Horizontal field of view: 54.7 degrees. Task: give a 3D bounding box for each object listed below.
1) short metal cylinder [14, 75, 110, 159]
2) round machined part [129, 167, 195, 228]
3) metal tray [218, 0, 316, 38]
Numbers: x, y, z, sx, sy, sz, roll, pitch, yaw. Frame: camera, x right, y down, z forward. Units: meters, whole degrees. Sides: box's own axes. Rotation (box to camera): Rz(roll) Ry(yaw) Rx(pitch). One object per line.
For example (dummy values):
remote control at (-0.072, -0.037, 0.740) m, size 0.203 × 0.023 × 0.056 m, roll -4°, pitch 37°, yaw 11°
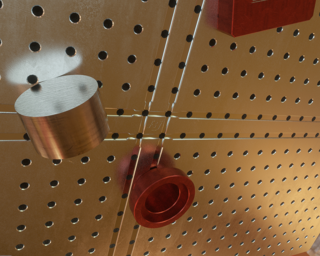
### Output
short metal cylinder at (-0.097, -0.013, 0.315) m, size 0.081 × 0.080 × 0.050 m, roll -21°, pitch 127°, yaw -16°
round machined part at (0.000, 0.098, 0.463) m, size 0.099 × 0.042 × 0.097 m, roll -14°, pitch 125°, yaw -21°
metal tray at (0.135, -0.170, 0.379) m, size 0.131 × 0.030 × 0.089 m, roll -18°, pitch 126°, yaw -19°
